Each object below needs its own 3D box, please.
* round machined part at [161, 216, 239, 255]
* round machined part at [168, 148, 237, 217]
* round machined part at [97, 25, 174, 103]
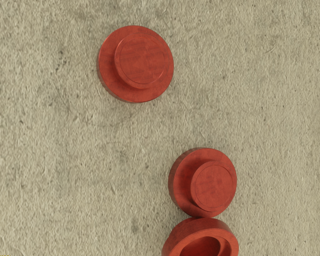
[{"bbox_3d":[0.049,0.156,0.406,0.099,0.042,0.097,-7,116,-14],"label":"round machined part"},{"bbox_3d":[0.064,0.076,0.424,0.099,0.042,0.097,0,90,-20],"label":"round machined part"},{"bbox_3d":[-0.027,-0.081,0.390,0.099,0.042,0.097,0,90,-20],"label":"round machined part"}]
